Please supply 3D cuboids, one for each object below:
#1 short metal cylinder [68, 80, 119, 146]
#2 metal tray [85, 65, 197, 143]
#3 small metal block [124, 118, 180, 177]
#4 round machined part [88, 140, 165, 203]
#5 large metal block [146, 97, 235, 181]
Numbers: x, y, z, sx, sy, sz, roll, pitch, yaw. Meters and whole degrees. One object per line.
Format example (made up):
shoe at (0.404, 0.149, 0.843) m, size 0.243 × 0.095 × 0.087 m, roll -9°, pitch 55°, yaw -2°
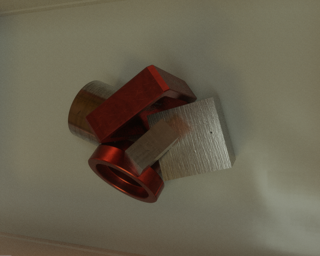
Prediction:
short metal cylinder at (-0.073, -0.016, 0.404) m, size 0.050 × 0.080 × 0.080 m, roll 24°, pitch 98°, yaw 18°
metal tray at (-0.014, -0.023, 0.357) m, size 0.090 × 0.130 × 0.030 m, roll -37°, pitch 80°, yaw 16°
small metal block at (-0.010, 0.022, 0.326) m, size 0.050 × 0.050 × 0.025 m, roll -42°, pitch 83°, yaw -18°
round machined part at (-0.037, 0.051, 0.392) m, size 0.098 × 0.098 × 0.042 m, roll 22°, pitch 62°, yaw 18°
large metal block at (0.039, 0.012, 0.373) m, size 0.080 × 0.050 × 0.080 m, roll -15°, pitch 90°, yaw 19°
